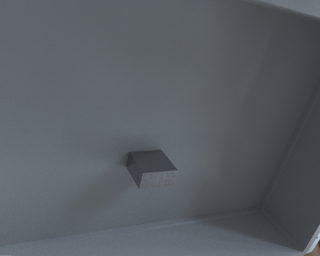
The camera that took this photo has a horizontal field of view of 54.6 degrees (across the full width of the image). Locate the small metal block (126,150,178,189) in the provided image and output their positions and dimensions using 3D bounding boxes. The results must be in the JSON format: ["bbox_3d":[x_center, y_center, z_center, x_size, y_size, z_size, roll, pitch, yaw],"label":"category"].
[{"bbox_3d":[-0.012,0.055,0.419,0.050,0.050,0.025,-1,119,-28],"label":"small metal block"}]
